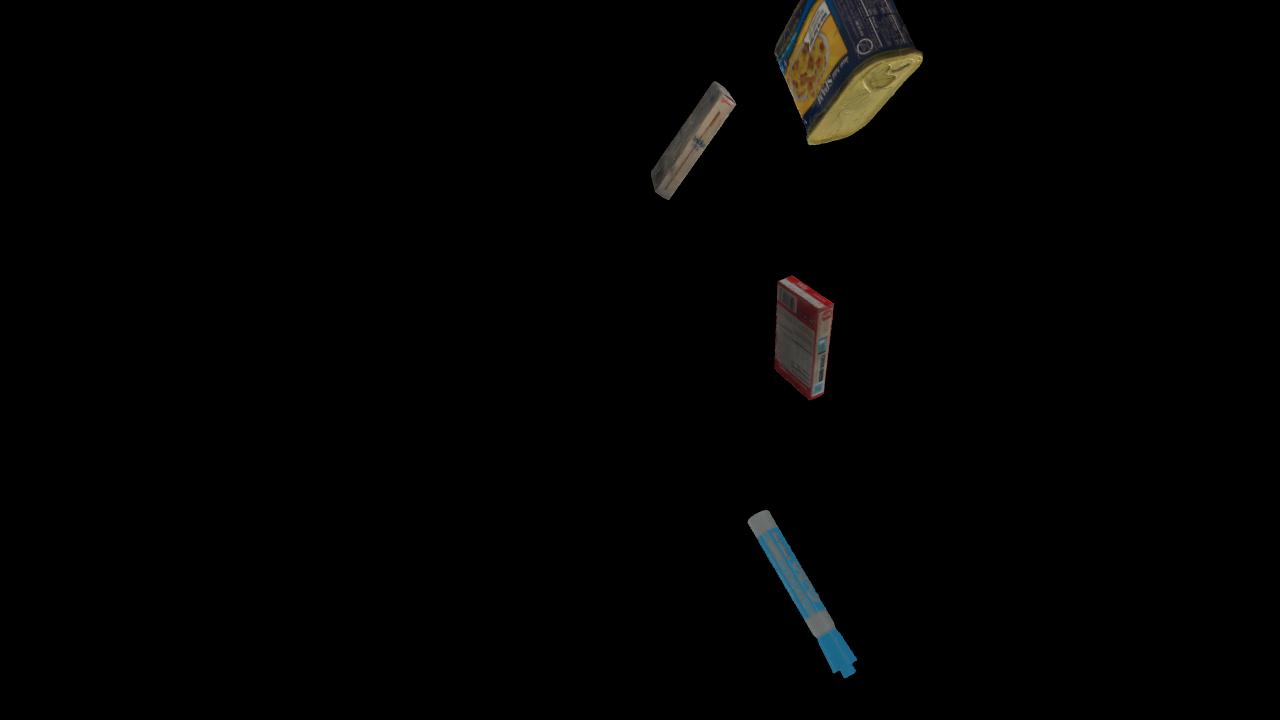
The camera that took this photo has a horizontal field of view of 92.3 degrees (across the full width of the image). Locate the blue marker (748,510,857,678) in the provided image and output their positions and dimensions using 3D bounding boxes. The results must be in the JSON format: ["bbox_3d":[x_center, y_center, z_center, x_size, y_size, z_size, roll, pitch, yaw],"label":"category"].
[{"bbox_3d":[0.115,0.165,0.441,0.020,0.121,0.020,-20,-33,-14],"label":"blue marker"}]

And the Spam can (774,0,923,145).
[{"bbox_3d":[0.152,-0.231,0.467,0.058,0.085,0.101,-17,-10,-15],"label":"Spam can"}]

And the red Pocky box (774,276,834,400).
[{"bbox_3d":[0.214,-0.028,0.813,0.028,0.155,0.083,-23,43,-17],"label":"red Pocky box"}]

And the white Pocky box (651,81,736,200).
[{"bbox_3d":[0.069,-0.301,0.844,0.028,0.154,0.084,28,29,-20],"label":"white Pocky box"}]
